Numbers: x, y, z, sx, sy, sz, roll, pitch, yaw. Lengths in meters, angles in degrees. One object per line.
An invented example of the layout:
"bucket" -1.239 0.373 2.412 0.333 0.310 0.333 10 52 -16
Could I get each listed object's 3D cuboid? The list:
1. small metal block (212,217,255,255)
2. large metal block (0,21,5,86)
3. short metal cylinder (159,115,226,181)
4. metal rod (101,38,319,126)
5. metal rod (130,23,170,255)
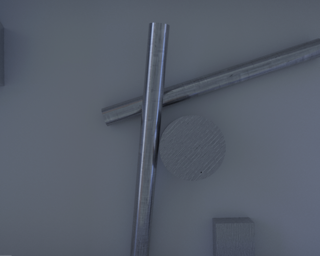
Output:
"small metal block" 0.098 0.148 0.413 0.050 0.025 0.050 -1 90 -1
"large metal block" -0.243 -0.096 0.385 0.081 0.050 0.079 0 90 -18
"short metal cylinder" 0.039 0.024 0.400 0.081 0.050 0.079 0 90 -1
"metal rod" 0.070 -0.061 0.412 0.302 0.025 0.025 -18 90 -1
"metal rod" -0.014 0.023 0.392 0.025 0.025 0.298 5 97 -1
